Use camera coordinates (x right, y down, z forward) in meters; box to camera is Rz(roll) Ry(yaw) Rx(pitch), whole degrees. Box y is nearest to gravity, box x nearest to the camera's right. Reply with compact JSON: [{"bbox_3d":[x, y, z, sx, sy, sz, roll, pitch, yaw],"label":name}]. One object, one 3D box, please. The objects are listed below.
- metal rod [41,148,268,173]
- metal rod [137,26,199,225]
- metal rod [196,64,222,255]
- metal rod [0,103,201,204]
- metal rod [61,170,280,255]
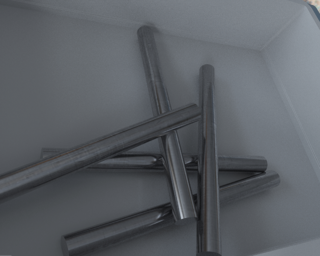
[{"bbox_3d":[0.013,0.043,0.386,0.303,0.025,0.025,4,60,-26],"label":"metal rod"},{"bbox_3d":[0.002,-0.026,0.400,0.025,0.025,0.299,6,53,-25],"label":"metal rod"},{"bbox_3d":[0.062,0.016,0.404,0.025,0.025,0.300,22,46,-15],"label":"metal rod"},{"bbox_3d":[-0.078,0.028,0.313,0.302,0.025,0.025,-22,74,-31],"label":"metal rod"},{"bbox_3d":[0.038,0.093,0.369,0.303,0.025,0.025,-9,66,-32],"label":"metal rod"}]
